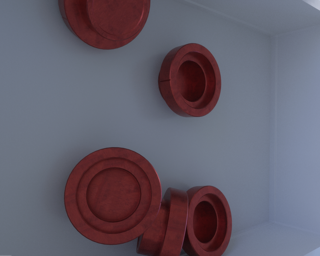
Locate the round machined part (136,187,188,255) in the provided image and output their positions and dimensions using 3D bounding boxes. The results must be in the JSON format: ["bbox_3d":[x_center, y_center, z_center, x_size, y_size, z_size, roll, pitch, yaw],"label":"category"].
[{"bbox_3d":[0.000,0.119,0.372,0.042,0.098,0.098,14,79,-3],"label":"round machined part"}]

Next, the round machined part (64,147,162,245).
[{"bbox_3d":[-0.050,0.072,0.335,0.099,0.042,0.098,2,78,-10],"label":"round machined part"}]

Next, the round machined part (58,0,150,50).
[{"bbox_3d":[-0.052,-0.131,0.326,0.099,0.042,0.097,-19,127,-27],"label":"round machined part"}]

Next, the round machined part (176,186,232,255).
[{"bbox_3d":[0.055,0.131,0.434,0.099,0.042,0.098,13,71,-42],"label":"round machined part"}]

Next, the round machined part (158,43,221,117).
[{"bbox_3d":[0.036,-0.063,0.426,0.099,0.042,0.097,0,90,-40],"label":"round machined part"}]
